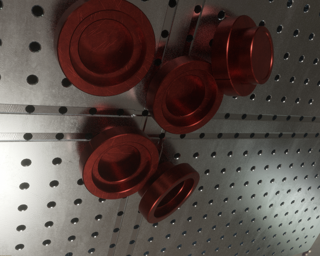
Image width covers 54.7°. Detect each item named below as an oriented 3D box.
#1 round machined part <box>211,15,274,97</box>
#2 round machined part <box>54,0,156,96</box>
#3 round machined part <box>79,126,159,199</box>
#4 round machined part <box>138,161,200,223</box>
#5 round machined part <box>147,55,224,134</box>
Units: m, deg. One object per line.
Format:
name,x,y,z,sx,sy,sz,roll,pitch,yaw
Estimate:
round machined part,0.106,-0.087,0.378,0.099,0.042,0.097,-9,101,-49
round machined part,-0.058,-0.085,0.317,0.099,0.042,0.097,-14,125,-21
round machined part,-0.054,0.040,0.396,0.099,0.042,0.097,-14,124,-21
round machined part,0.008,0.087,0.446,0.099,0.042,0.097,-34,149,-23
round machined part,0.028,-0.044,0.390,0.099,0.042,0.097,-14,124,-21
